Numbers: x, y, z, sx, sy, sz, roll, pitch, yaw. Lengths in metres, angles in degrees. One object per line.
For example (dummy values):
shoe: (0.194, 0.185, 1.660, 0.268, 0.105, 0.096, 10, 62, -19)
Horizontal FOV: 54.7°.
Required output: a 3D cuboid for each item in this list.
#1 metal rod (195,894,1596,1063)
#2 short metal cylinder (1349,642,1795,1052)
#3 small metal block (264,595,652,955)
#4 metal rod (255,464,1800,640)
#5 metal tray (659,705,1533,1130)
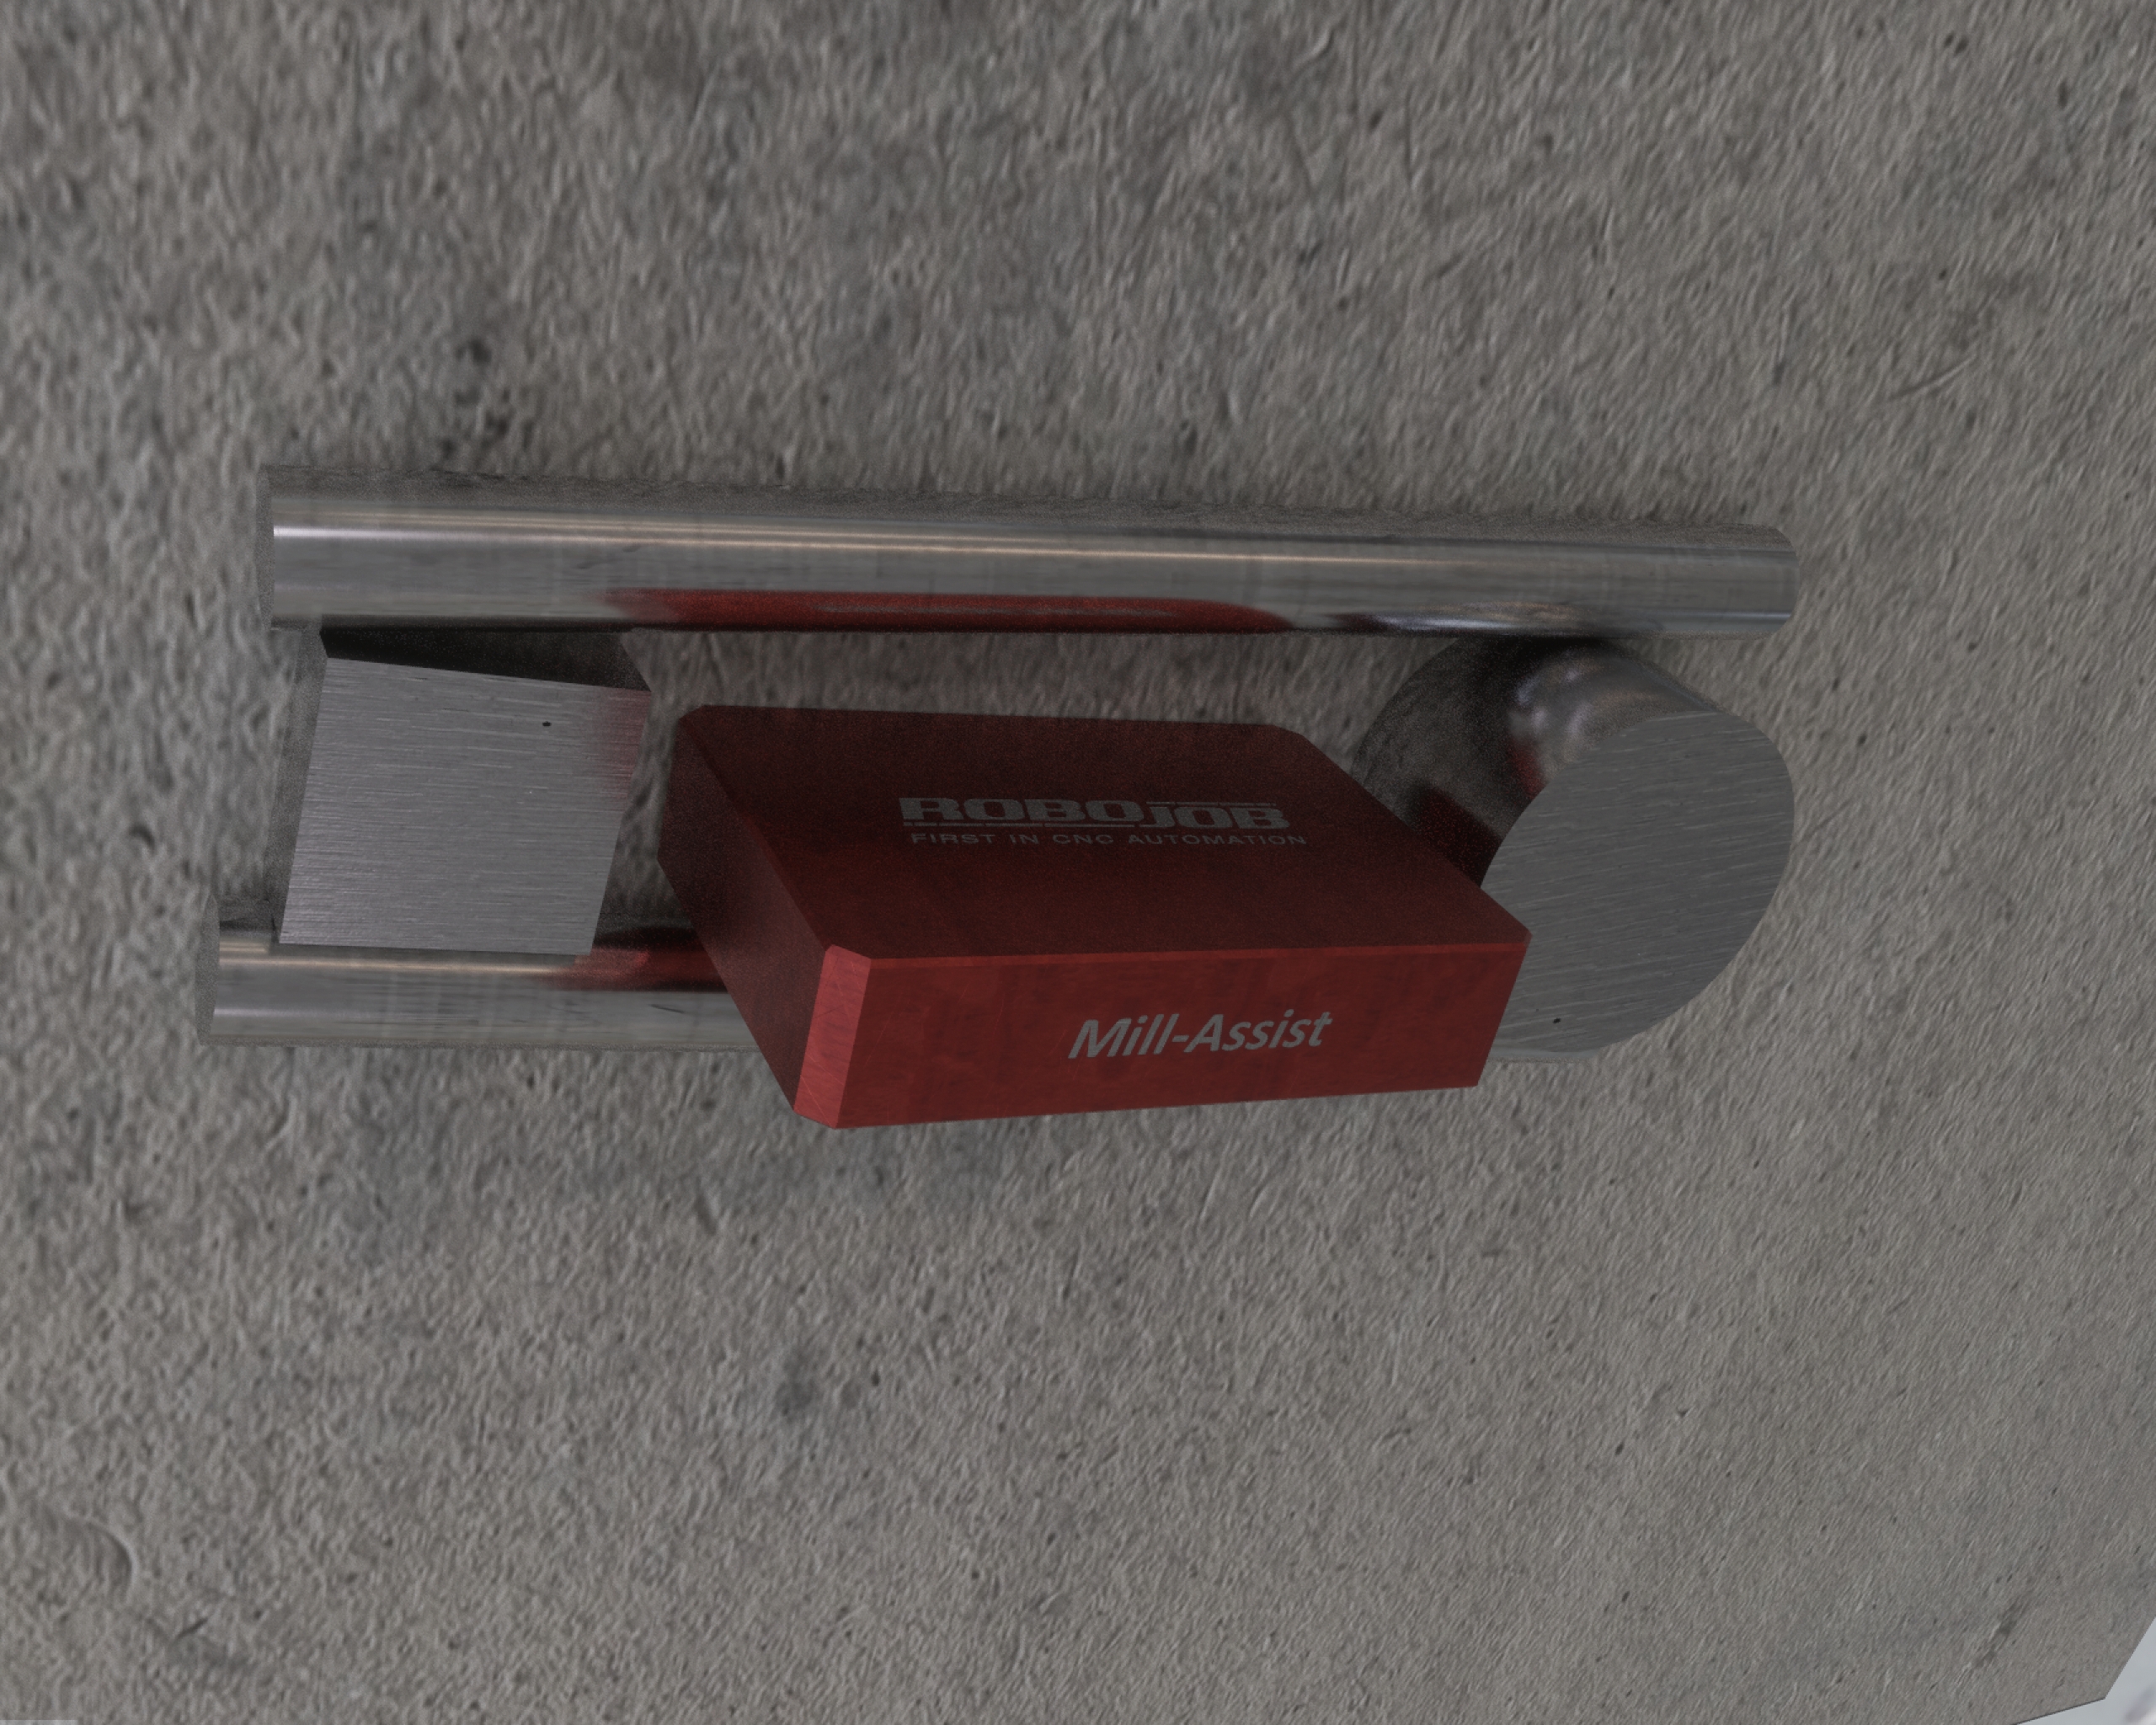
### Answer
metal rod: (-0.012, 0.026, 0.418, 0.302, 0.025, 0.025, 4, 117, -30)
short metal cylinder: (0.103, -0.007, 0.444, 0.081, 0.050, 0.079, -14, 124, -21)
small metal block: (-0.103, -0.013, 0.344, 0.050, 0.025, 0.050, 4, 116, -31)
metal rod: (0.012, -0.054, 0.382, 0.303, 0.025, 0.025, -3, 120, -27)
metal tray: (0.002, 0.006, 0.369, 0.131, 0.090, 0.030, 0, 118, -28)
